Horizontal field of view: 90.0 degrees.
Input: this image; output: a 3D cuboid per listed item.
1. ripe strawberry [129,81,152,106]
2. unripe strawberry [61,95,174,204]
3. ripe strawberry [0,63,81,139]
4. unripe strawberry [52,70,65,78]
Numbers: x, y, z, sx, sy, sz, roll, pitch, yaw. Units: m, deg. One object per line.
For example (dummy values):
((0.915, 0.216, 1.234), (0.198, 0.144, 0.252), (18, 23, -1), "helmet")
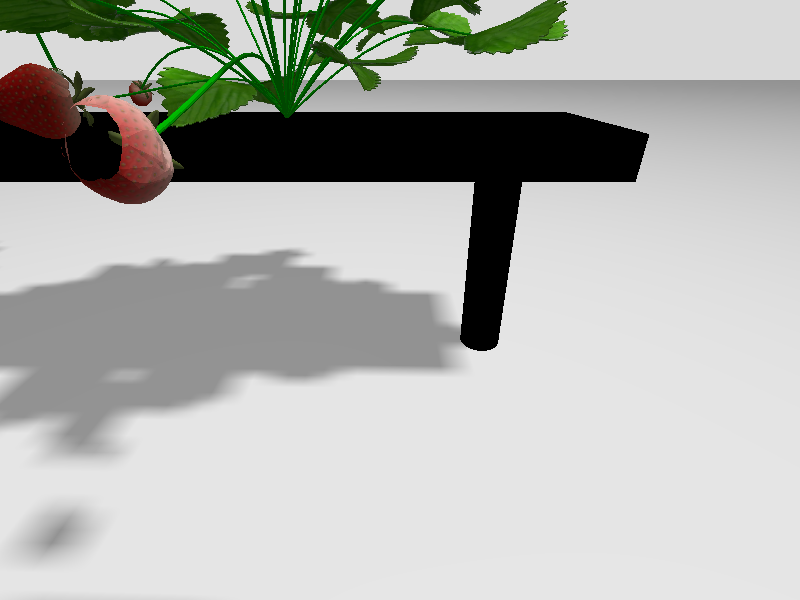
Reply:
((-0.260, -0.205, 0.401), (0.022, 0.022, 0.020), (-23, 11, 40), "ripe strawberry")
((-0.077, -0.040, 0.108), (0.025, 0.028, 0.027), (-2, 31, -3), "unripe strawberry")
((-0.203, -0.109, 0.222), (0.039, 0.038, 0.036), (-25, 38, -35), "ripe strawberry")
((-0.272, -0.177, 0.318), (0.010, 0.010, 0.011), (-2, 30, -3), "unripe strawberry")
